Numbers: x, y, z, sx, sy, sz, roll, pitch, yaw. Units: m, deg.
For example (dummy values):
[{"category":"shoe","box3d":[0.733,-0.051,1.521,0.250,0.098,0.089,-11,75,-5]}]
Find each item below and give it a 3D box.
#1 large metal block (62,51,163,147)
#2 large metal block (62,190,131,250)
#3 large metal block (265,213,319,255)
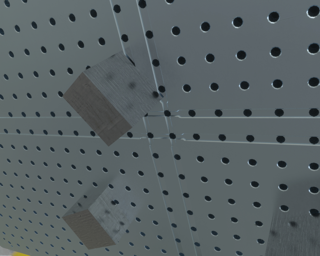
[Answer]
[{"category":"large metal block","box3d":[-0.055,-0.038,0.382,0.080,0.080,0.050,49,129,-6]},{"category":"large metal block","box3d":[-0.115,0.167,0.560,0.080,0.050,0.080,-25,105,37]},{"category":"large metal block","box3d":[0.180,0.152,0.375,0.080,0.080,0.050,-21,107,36]}]
